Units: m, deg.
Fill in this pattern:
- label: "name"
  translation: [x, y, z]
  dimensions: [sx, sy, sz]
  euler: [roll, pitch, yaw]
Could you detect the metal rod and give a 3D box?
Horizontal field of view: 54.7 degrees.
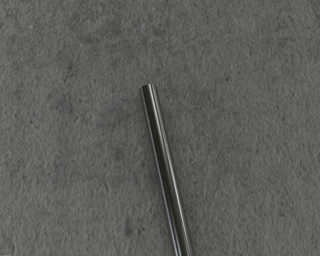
- label: "metal rod"
  translation: [0.014, 0.083, 0.377]
  dimensions: [0.025, 0.025, 0.299]
  euler: [-11, 70, -4]
